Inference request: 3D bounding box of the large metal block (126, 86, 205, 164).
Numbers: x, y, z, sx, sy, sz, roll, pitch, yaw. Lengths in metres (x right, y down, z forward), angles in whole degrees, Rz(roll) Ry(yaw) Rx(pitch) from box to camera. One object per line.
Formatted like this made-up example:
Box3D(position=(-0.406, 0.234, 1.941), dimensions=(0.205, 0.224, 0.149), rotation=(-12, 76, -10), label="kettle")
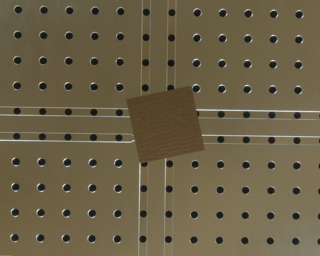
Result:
Box3D(position=(0.007, -0.004, 0.400), dimensions=(0.080, 0.050, 0.080), rotation=(-12, 90, 0), label="large metal block")
